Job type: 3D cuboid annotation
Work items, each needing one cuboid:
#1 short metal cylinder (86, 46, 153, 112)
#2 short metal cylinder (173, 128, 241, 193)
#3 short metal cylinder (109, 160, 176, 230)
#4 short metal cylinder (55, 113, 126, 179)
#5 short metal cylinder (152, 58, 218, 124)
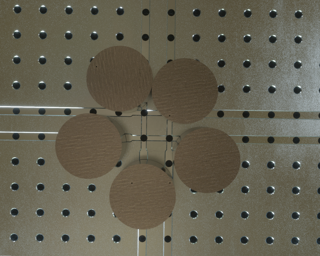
[{"bbox_3d":[-0.049,-0.060,0.400,0.081,0.050,0.079,0,90,-1],"label":"short metal cylinder"},{"bbox_3d":[0.057,0.039,0.400,0.081,0.050,0.079,0,91,-1],"label":"short metal cylinder"},{"bbox_3d":[-0.021,0.083,0.399,0.081,0.050,0.080,0,90,0],"label":"short metal cylinder"},{"bbox_3d":[-0.086,0.022,0.400,0.081,0.050,0.079,0,90,0],"label":"short metal cylinder"},{"bbox_3d":[0.030,-0.045,0.400,0.081,0.050,0.079,0,90,0],"label":"short metal cylinder"}]
